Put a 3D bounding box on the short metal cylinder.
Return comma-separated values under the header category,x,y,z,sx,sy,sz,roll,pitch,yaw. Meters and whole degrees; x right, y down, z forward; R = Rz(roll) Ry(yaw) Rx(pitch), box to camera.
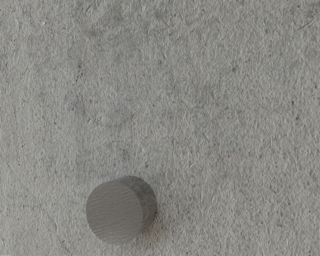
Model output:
category,x,y,z,sx,sy,sz,roll,pitch,yaw
short metal cylinder,-0.050,0.107,0.414,0.080,0.050,0.080,0,90,20
